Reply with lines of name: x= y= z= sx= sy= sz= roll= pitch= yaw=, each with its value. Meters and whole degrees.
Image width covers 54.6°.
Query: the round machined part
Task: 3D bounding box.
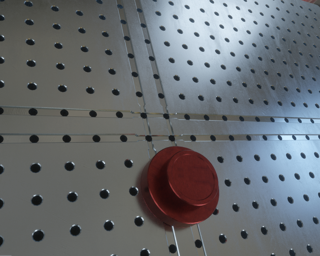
round machined part: x=0.031 y=0.065 z=0.373 sx=0.099 sy=0.042 sz=0.098 roll=13 pitch=56 yaw=-21
